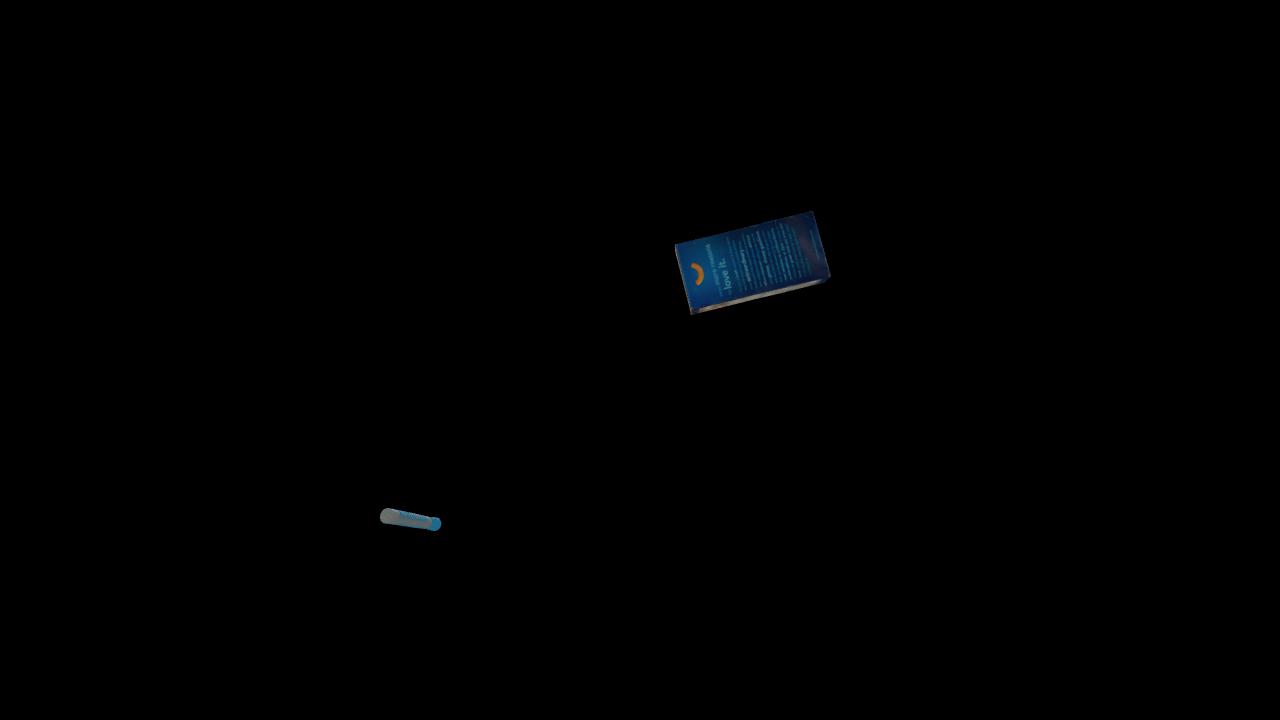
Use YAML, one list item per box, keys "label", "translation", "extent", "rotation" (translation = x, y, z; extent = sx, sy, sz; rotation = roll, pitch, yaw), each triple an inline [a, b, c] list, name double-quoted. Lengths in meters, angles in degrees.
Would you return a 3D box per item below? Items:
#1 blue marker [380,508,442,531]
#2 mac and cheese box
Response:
- label: "blue marker"
  translation: [-0.300, 0.213, 0.814]
  extent: [0.020, 0.020, 0.121]
  rotation: [0, -20, 14]
- label: "mac and cheese box"
  translation: [0.145, -0.126, 0.805]
  extent: [0.184, 0.093, 0.041]
  rotation: [-13, -8, 2]
